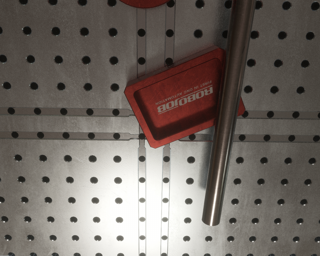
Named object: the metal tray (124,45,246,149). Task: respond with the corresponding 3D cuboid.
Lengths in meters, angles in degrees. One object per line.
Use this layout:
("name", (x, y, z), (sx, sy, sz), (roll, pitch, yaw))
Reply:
("metal tray", (0.032, -0.038, 0.397), (0.130, 0.030, 0.090), (-22, 109, 7))

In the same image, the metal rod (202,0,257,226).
("metal rod", (0.081, -0.011, 0.377), (0.025, 0.025, 0.298), (4, 111, -2))

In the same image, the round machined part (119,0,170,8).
("round machined part", (-0.017, -0.182, 0.337), (0.099, 0.042, 0.097), (0, 110, -1))
